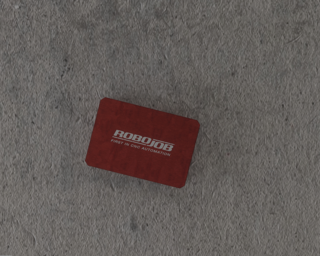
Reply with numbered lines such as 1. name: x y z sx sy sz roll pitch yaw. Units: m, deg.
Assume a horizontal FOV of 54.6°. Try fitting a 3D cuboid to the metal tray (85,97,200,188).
1. metal tray: -0.022 0.019 0.407 0.131 0.030 0.090 14 90 0
